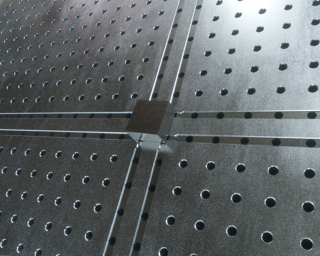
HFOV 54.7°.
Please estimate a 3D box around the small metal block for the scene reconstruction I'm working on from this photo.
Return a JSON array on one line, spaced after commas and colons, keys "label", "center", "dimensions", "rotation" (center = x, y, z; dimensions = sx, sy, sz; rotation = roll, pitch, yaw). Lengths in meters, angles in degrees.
[{"label": "small metal block", "center": [-0.012, -0.010, 0.419], "dimensions": [0.050, 0.025, 0.050], "rotation": [5, 64, 30]}]
